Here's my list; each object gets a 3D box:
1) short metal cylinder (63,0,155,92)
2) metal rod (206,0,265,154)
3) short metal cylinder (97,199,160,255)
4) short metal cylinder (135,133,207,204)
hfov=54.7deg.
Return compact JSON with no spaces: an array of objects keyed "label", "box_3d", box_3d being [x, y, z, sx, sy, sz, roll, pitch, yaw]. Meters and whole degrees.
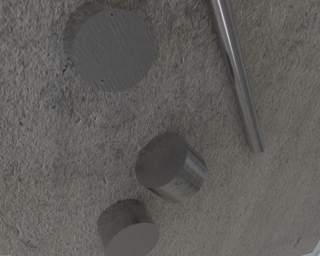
[{"label":"short metal cylinder","box_3d":[-0.052,-0.082,0.311,0.081,0.050,0.079,-14,124,-21]},{"label":"metal rod","box_3d":[0.107,-0.070,0.421,0.025,0.025,0.299,-33,129,-7]},{"label":"short metal cylinder","box_3d":[-0.048,0.153,0.459,0.081,0.050,0.079,-14,124,-21]},{"label":"short metal cylinder","box_3d":[0.014,0.053,0.412,0.080,0.080,0.050,-44,129,2]}]
